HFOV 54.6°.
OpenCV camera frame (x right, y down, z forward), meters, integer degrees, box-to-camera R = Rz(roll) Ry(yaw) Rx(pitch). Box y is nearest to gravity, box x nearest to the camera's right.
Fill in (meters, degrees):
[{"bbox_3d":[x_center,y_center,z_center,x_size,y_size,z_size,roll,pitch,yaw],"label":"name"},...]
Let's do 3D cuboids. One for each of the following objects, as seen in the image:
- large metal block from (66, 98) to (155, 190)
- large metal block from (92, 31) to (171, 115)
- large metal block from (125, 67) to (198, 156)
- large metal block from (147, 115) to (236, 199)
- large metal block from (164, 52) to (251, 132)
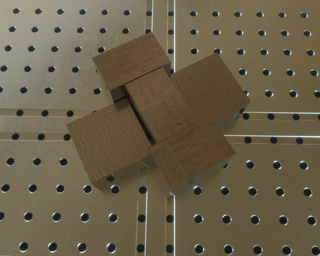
[{"bbox_3d":[-0.060,0.021,0.392,0.080,0.050,0.080,-25,72,-9],"label":"large metal block"},{"bbox_3d":[-0.034,-0.067,0.406,0.080,0.080,0.050,-27,72,-9],"label":"large metal block"},{"bbox_3d":[0.001,-0.015,0.388,0.050,0.080,0.080,-27,72,-9],"label":"large metal block"},{"bbox_3d":[0.033,0.038,0.369,0.080,0.080,0.050,-27,72,-10],"label":"large metal block"},{"bbox_3d":[0.058,-0.041,0.413,0.080,0.050,0.080,-27,74,-9],"label":"large metal block"}]
